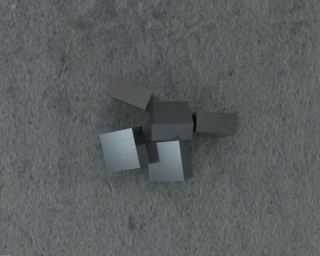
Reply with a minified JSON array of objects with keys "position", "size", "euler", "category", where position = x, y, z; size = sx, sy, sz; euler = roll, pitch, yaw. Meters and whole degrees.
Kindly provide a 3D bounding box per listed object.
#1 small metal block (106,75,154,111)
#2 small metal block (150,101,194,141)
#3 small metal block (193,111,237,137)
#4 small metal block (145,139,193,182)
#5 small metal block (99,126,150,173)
[{"position":[-0.037,-0.043,0.397],"size":[0.050,0.050,0.025],"euler":[22,90,0],"category":"small metal block"},{"position":[0.013,-0.010,0.394],"size":[0.050,0.050,0.025],"euler":[-1,127,-4],"category":"small metal block"},{"position":[0.065,-0.004,0.394],"size":[0.050,0.050,0.025],"euler":[4,83,-7],"category":"small metal block"},{"position":[0.012,0.041,0.399],"size":[0.050,0.025,0.050],"euler":[-7,91,32],"category":"small metal block"},{"position":[-0.046,0.028,0.399],"size":[0.050,0.025,0.050],"euler":[-12,90,27],"category":"small metal block"}]
